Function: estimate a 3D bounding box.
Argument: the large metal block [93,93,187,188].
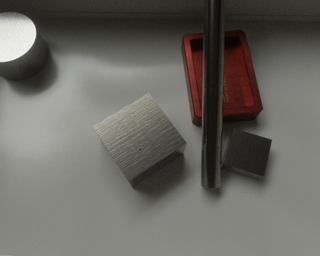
[{"bbox_3d":[-0.025,0.016,0.390,0.080,0.050,0.080,-33,74,-12],"label":"large metal block"}]

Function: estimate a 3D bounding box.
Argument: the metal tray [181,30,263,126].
[{"bbox_3d":[0.083,-0.072,0.434,0.091,0.030,0.129,-5,70,-3],"label":"metal tray"}]

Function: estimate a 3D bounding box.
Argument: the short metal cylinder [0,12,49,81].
[{"bbox_3d":[-0.206,-0.114,0.436,0.081,0.050,0.080,0,70,0],"label":"short metal cylinder"}]

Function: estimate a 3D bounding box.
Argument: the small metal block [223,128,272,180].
[{"bbox_3d":[0.111,0.034,0.399,0.050,0.025,0.050,17,71,6],"label":"small metal block"}]

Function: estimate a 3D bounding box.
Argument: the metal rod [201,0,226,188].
[{"bbox_3d":[0.065,-0.077,0.374,0.025,0.025,0.298,0,95,0],"label":"metal rod"}]
